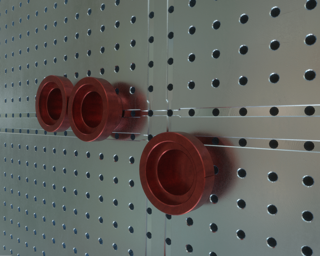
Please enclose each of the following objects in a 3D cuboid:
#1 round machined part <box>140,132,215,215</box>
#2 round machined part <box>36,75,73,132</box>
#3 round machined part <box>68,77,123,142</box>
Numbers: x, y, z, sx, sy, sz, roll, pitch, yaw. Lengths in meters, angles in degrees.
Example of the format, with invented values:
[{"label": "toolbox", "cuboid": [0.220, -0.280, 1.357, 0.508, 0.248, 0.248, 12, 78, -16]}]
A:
[{"label": "round machined part", "cuboid": [0.024, 0.053, 0.379, 0.098, 0.042, 0.097, 0, 90, 40]}, {"label": "round machined part", "cuboid": [-0.174, -0.041, 0.544, 0.098, 0.042, 0.097, 0, 90, 40]}, {"label": "round machined part", "cuboid": [-0.096, -0.028, 0.479, 0.098, 0.042, 0.097, 0, 90, 40]}]
